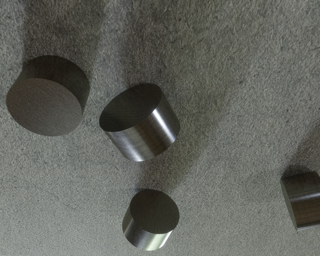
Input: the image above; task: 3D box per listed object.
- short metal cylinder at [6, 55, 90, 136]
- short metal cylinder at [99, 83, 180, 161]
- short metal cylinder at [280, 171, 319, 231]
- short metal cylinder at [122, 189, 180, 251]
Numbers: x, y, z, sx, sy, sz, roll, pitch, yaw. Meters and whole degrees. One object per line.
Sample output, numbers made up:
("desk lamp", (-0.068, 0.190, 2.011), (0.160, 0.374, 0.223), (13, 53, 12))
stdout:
("short metal cylinder", (-0.126, -0.036, 0.358), (0.081, 0.050, 0.079), (0, 130, 0))
("short metal cylinder", (-0.023, -0.008, 0.364), (0.080, 0.080, 0.050), (-20, 127, 16))
("short metal cylinder", (0.219, 0.109, 0.466), (0.050, 0.080, 0.080), (-16, 129, 13))
("short metal cylinder", (-0.015, 0.146, 0.495), (0.081, 0.080, 0.050), (14, 129, -12))
